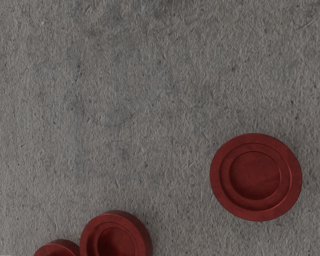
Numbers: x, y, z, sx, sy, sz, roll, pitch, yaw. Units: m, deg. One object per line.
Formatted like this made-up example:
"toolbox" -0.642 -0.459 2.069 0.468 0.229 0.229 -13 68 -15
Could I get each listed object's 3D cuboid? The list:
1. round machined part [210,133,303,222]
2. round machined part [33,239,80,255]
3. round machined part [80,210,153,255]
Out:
"round machined part" 0.111 0.054 0.361 0.098 0.042 0.097 0 90 20
"round machined part" -0.153 0.219 0.454 0.098 0.042 0.097 0 90 20
"round machined part" -0.055 0.160 0.419 0.098 0.042 0.097 0 90 20
